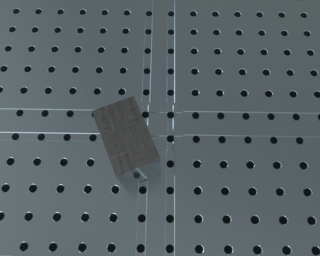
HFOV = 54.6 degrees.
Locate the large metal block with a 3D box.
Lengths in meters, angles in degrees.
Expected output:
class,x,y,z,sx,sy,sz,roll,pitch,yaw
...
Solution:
class,x,y,z,sx,sy,sz,roll,pitch,yaw
large metal block,-0.038,0.020,0.375,0.050,0.080,0.080,-21,72,-7
